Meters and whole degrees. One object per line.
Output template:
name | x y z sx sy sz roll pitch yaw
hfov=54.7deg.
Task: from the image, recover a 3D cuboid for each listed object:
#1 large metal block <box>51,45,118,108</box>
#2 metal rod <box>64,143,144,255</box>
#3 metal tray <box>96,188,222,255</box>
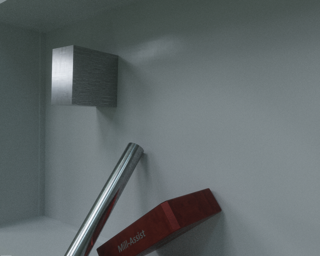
large metal block | -0.110 -0.072 0.459 0.050 0.081 0.079 3 92 40
metal rod | -0.094 0.143 0.361 0.025 0.025 0.300 -1 49 40
metal tray | -0.002 0.120 0.364 0.129 0.091 0.030 -42 65 31
